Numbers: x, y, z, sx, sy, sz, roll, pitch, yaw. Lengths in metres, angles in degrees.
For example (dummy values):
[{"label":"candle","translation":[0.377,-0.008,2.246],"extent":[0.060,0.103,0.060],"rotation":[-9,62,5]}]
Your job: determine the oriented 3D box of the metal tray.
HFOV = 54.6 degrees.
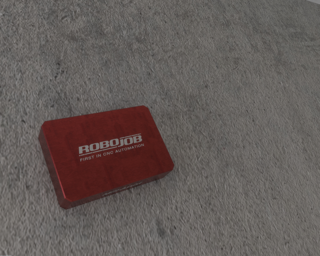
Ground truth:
[{"label":"metal tray","translation":[-0.058,0.027,0.352],"extent":[0.131,0.030,0.090],"rotation":[-12,68,-33]}]
